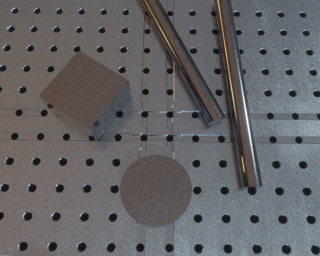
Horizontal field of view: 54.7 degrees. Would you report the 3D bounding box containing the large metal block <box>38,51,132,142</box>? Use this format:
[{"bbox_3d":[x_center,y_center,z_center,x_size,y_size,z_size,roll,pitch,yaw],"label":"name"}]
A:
[{"bbox_3d":[-0.096,-0.042,0.413,0.080,0.050,0.080,32,73,11],"label":"large metal block"}]

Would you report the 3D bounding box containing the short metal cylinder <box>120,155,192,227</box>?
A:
[{"bbox_3d":[-0.004,0.077,0.370,0.081,0.050,0.080,0,70,0],"label":"short metal cylinder"}]

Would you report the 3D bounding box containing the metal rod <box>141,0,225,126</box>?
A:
[{"bbox_3d":[0.014,-0.137,0.461,0.025,0.025,0.299,-23,72,-8],"label":"metal rod"}]

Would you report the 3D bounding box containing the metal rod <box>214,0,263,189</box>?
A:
[{"bbox_3d":[0.106,-0.066,0.436,0.025,0.025,0.299,-3,70,-1],"label":"metal rod"}]
